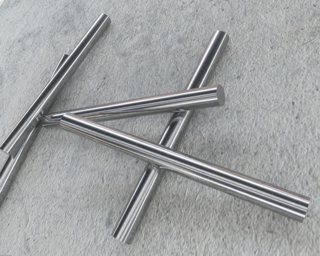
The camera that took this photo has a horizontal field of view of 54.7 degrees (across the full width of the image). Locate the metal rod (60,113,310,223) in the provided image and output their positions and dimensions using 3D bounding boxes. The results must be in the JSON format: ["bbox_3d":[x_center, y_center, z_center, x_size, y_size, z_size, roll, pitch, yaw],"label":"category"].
[{"bbox_3d":[0.006,0.034,0.350,0.301,0.025,0.025,18,71,25],"label":"metal rod"}]

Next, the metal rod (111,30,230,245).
[{"bbox_3d":[0.021,-0.001,0.393,0.025,0.025,0.300,15,69,34],"label":"metal rod"}]

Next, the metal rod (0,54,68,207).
[{"bbox_3d":[-0.214,0.003,0.514,0.025,0.025,0.300,5,64,30],"label":"metal rod"}]

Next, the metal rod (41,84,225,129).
[{"bbox_3d":[-0.058,-0.024,0.428,0.300,0.025,0.025,-6,59,32],"label":"metal rod"}]

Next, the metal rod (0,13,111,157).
[{"bbox_3d":[-0.169,-0.085,0.527,0.025,0.025,0.300,12,63,33],"label":"metal rod"}]
